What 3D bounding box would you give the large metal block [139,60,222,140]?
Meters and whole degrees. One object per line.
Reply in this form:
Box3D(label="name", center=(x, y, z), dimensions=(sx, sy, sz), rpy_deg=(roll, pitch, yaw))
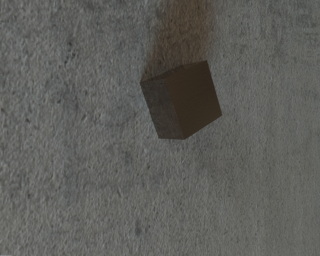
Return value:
Box3D(label="large metal block", center=(0.030, -0.038, 0.416), dimensions=(0.081, 0.050, 0.080), rpy_deg=(-30, 109, -36))
